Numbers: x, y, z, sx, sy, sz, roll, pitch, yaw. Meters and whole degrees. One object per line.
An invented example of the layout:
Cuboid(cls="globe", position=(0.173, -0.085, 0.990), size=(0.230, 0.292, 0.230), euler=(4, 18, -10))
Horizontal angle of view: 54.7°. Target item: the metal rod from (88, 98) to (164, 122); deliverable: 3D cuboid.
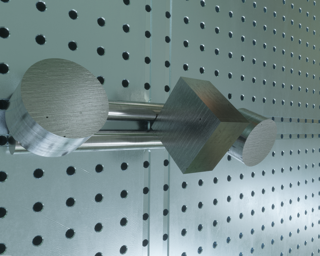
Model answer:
Cuboid(cls="metal rod", position=(0.034, -0.020, 0.437), size=(0.302, 0.025, 0.025), euler=(1, 90, -40))

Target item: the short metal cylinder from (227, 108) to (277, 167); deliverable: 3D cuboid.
Cuboid(cls="short metal cylinder", position=(0.139, 0.014, 0.492), size=(0.081, 0.050, 0.079), euler=(-19, 123, -31))

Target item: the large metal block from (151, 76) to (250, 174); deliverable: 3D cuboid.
Cuboid(cls="large metal block", position=(0.044, -0.003, 0.372), size=(0.050, 0.080, 0.079), euler=(1, 132, -40))

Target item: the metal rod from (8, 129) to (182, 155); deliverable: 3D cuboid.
Cuboid(cls="metal rod", position=(-0.024, 0.014, 0.389), size=(0.302, 0.025, 0.025), euler=(1, 90, -40))

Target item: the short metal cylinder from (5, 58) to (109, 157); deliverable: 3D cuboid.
Cuboid(cls="short metal cylinder", position=(-0.096, -0.018, 0.293), size=(0.080, 0.050, 0.080), euler=(20, 56, -31))
